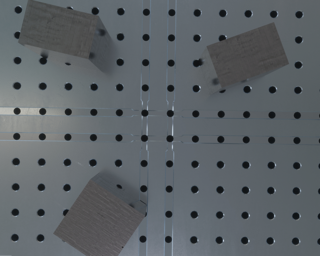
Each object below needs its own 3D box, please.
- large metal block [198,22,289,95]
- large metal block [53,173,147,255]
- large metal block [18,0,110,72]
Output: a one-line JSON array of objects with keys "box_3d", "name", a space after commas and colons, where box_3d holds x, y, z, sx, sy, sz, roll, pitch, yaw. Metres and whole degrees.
[{"box_3d": [0.098, -0.082, 0.386, 0.080, 0.080, 0.050, -20, 90, 0], "name": "large metal block"}, {"box_3d": [-0.074, 0.117, 0.401, 0.080, 0.050, 0.080, 34, 90, 0], "name": "large metal block"}, {"box_3d": [-0.113, -0.110, 0.385, 0.080, 0.080, 0.050, 13, 90, 0], "name": "large metal block"}]
